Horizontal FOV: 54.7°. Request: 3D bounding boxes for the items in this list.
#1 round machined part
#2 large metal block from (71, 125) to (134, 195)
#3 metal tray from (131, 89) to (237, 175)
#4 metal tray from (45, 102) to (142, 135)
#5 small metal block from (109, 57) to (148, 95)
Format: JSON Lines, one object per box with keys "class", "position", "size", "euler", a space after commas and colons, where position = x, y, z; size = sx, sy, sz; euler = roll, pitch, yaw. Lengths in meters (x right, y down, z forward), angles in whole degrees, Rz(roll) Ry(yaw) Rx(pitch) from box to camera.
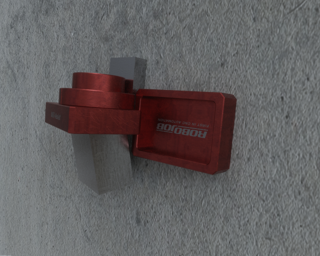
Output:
{"class": "round machined part", "position": [-0.082, -0.049, 0.410], "size": [0.098, 0.099, 0.042], "euler": [8, 95, 39]}
{"class": "large metal block", "position": [-0.082, 0.037, 0.431], "size": [0.080, 0.050, 0.079], "euler": [11, 111, 57]}
{"class": "metal tray", "position": [0.024, 0.000, 0.382], "size": [0.130, 0.030, 0.089], "euler": [8, 95, 39]}
{"class": "metal tray", "position": [-0.094, -0.015, 0.417], "size": [0.130, 0.091, 0.030], "euler": [12, 99, 57]}
{"class": "small metal block", "position": [-0.047, -0.074, 0.443], "size": [0.050, 0.025, 0.050], "euler": [9, 95, 39]}
